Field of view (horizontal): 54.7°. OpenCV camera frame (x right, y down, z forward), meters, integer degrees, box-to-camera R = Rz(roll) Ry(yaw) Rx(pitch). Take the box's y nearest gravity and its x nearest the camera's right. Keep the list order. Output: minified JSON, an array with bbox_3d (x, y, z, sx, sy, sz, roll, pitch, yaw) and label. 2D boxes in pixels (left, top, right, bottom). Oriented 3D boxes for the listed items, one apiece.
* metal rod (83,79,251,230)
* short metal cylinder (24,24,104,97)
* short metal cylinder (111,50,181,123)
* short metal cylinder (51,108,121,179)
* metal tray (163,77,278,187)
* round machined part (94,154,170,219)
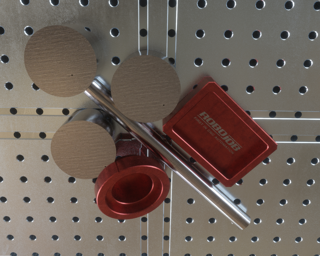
[{"bbox_3d":[0.019,0.044,0.430,0.300,0.025,0.025,42,105,-14],"label":"metal rod"},{"bbox_3d":[-0.111,-0.082,0.369,0.081,0.050,0.079,0,110,0],"label":"short metal cylinder"},{"bbox_3d":[-0.016,-0.052,0.380,0.081,0.050,0.079,0,110,0],"label":"short metal cylinder"},{"bbox_3d":[-0.094,0.020,0.406,0.081,0.050,0.079,0,110,0],"label":"short metal cylinder"},{"bbox_3d":[0.078,0.008,0.413,0.130,0.030,0.090,42,105,-14],"label":"metal tray"},{"bbox_3d":[-0.039,0.075,0.420,0.099,0.042,0.097,-11,127,-15],"label":"round machined part"}]
